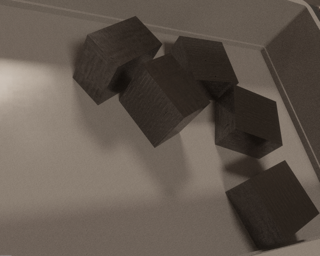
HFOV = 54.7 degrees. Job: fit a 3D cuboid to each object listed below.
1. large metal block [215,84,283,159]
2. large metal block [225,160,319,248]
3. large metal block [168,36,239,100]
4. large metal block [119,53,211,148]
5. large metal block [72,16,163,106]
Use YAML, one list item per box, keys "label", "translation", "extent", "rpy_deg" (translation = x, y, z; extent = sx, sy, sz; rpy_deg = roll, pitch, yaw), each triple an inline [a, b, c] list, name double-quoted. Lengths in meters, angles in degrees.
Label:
- label: "large metal block"
  translation: [0.131, -0.008, 0.468]
  extent: [0.081, 0.050, 0.080]
  rpy_deg: [18, 54, -18]
- label: "large metal block"
  translation: [0.148, 0.099, 0.411]
  extent: [0.081, 0.050, 0.080]
  rpy_deg: [-17, 71, -35]
- label: "large metal block"
  translation: [0.063, -0.091, 0.481]
  extent: [0.081, 0.050, 0.080]
  rpy_deg: [-1, 62, -29]
- label: "large metal block"
  translation: [0.003, -0.034, 0.394]
  extent: [0.050, 0.080, 0.080]
  rpy_deg: [-31, 79, -38]
- label: "large metal block"
  translation: [-0.055, -0.085, 0.394]
  extent: [0.050, 0.080, 0.080]
  rpy_deg: [48, 51, 5]
